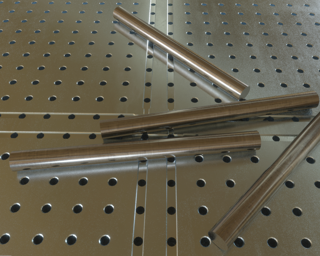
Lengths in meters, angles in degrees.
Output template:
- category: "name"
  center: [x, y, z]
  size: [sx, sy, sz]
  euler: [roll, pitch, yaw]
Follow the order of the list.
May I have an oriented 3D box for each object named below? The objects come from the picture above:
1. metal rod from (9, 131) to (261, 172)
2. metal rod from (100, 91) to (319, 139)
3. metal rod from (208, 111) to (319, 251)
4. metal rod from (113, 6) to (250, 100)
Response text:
- category: "metal rod"
  center: [-0.026, 0.028, 0.384]
  size: [0.302, 0.025, 0.025]
  euler: [-5, 50, -4]
- category: "metal rod"
  center: [0.071, -0.019, 0.424]
  size: [0.302, 0.025, 0.025]
  euler: [-8, 51, -7]
- category: "metal rod"
  center: [0.165, 0.033, 0.381]
  size: [0.302, 0.025, 0.025]
  euler: [-37, 59, -27]
- category: "metal rod"
  center: [0.022, -0.135, 0.521]
  size: [0.025, 0.025, 0.300]
  euler: [-35, 58, -26]
